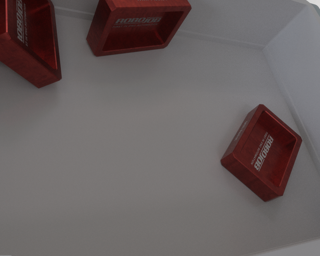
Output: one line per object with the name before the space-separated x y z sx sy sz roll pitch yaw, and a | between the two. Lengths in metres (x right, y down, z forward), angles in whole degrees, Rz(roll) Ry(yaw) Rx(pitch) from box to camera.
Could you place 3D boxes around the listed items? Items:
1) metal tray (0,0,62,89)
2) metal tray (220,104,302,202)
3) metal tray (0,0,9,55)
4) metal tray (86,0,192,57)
metal tray | -0.156 -0.122 0.356 0.030 0.090 0.130 -19 65 10
metal tray | 0.156 0.033 0.465 0.090 0.030 0.131 41 51 0
metal tray | -0.208 -0.146 0.317 0.030 0.130 0.090 -8 62 2
metal tray | -0.029 -0.148 0.437 0.131 0.090 0.030 -17 71 -35
